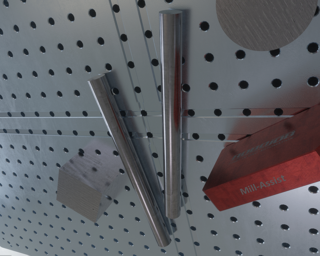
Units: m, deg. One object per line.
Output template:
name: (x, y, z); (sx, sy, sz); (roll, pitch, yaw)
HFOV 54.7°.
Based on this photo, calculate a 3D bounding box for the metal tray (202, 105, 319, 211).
metal tray: (0.115, 0.033, 0.328); (0.130, 0.090, 0.030); (-31, 101, 38)

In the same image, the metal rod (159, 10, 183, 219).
metal rod: (0.016, 0.004, 0.405); (0.025, 0.025, 0.298); (12, 124, 22)

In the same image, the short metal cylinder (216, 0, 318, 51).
short metal cylinder: (0.096, -0.114, 0.274); (0.080, 0.050, 0.079); (13, 124, 21)

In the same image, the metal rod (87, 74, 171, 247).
metal rod: (-0.039, 0.063, 0.470); (0.025, 0.025, 0.298); (-6, 116, 31)

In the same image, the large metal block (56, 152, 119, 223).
large metal block: (-0.123, 0.100, 0.522); (0.080, 0.050, 0.079); (27, 128, 11)
